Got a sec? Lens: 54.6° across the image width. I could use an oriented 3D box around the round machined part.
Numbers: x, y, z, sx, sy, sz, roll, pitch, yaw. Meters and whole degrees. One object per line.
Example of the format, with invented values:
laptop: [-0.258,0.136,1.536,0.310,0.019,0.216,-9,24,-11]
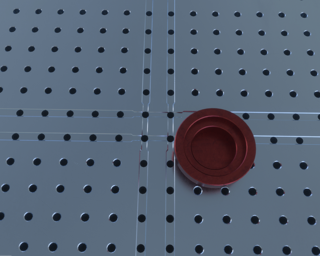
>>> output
round machined part: [0.067,0.028,0.393,0.099,0.042,0.098,0,70,0]
